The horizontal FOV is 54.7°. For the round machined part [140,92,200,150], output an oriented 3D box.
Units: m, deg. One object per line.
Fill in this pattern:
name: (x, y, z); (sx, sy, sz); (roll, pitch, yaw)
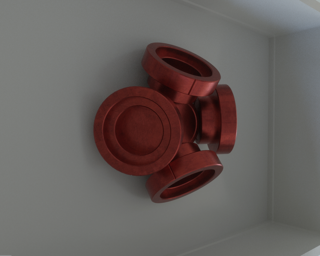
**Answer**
round machined part: (0.014, -0.006, 0.406); (0.099, 0.042, 0.097); (0, 90, -40)

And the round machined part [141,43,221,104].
round machined part: (0.023, -0.066, 0.390); (0.099, 0.098, 0.042); (-5, 131, -40)

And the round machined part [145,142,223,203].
round machined part: (0.027, 0.054, 0.393); (0.099, 0.097, 0.042); (-2, 55, -40)

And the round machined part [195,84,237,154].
round machined part: (0.071, -0.012, 0.432); (0.042, 0.098, 0.097); (-2, 92, -4)

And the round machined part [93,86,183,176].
round machined part: (-0.021, 0.002, 0.353); (0.042, 0.098, 0.097); (-24, 109, -77)
